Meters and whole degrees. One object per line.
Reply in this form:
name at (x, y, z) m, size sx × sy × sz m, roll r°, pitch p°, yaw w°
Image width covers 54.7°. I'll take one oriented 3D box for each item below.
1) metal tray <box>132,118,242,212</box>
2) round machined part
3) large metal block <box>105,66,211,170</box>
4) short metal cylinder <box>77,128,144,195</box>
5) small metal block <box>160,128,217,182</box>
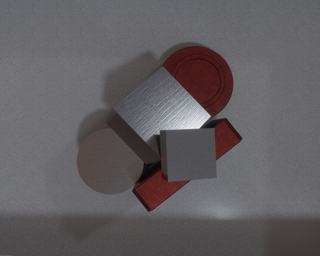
metal tray at (0.030, 0.040, 0.377) m, size 0.130 × 0.090 × 0.030 m, roll -38°, pitch 90°, yaw -1°
round machined part at (0.046, -0.058, 0.402) m, size 0.099 × 0.042 × 0.097 m, roll 0°, pitch 90°, yaw -1°
large metal block at (-0.003, -0.010, 0.362) m, size 0.080 × 0.050 × 0.080 m, roll 46°, pitch 65°, yaw 0°
short metal cylinder at (-0.060, 0.040, 0.396) m, size 0.081 × 0.050 × 0.079 m, roll 0°, pitch 90°, yaw -1°
small metal block at (0.028, 0.026, 0.315) m, size 0.050 × 0.025 × 0.050 m, roll -2°, pitch 89°, yaw -14°
